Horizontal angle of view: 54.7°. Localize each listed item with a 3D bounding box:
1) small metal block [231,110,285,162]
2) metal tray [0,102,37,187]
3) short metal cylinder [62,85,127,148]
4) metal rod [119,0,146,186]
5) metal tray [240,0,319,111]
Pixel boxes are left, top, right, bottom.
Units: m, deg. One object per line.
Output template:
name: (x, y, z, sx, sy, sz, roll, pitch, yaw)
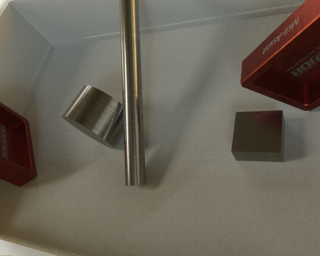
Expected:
small metal block: (0.109, 0.009, 0.342, 0.050, 0.025, 0.050, -1, 61, 27)
metal tray: (-0.240, 0.018, 0.475, 0.030, 0.090, 0.130, -33, 52, 7)
short metal cylinder: (-0.083, -0.014, 0.421, 0.080, 0.080, 0.050, 21, 73, 35)
metal rod: (-0.036, -0.078, 0.395, 0.025, 0.025, 0.298, -5, 83, 25)
metal tray: (0.148, -0.067, 0.285, 0.091, 0.129, 0.030, 18, 63, -13)
